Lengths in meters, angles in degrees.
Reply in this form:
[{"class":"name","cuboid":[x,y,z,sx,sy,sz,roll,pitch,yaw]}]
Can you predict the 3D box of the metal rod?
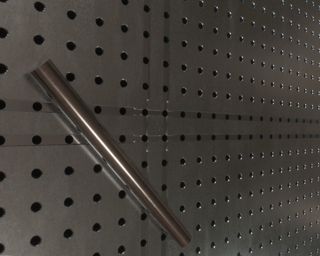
[{"class":"metal rod","cuboid":[-0.043,0.048,0.374,0.025,0.025,0.299,-50,120,-28]}]
